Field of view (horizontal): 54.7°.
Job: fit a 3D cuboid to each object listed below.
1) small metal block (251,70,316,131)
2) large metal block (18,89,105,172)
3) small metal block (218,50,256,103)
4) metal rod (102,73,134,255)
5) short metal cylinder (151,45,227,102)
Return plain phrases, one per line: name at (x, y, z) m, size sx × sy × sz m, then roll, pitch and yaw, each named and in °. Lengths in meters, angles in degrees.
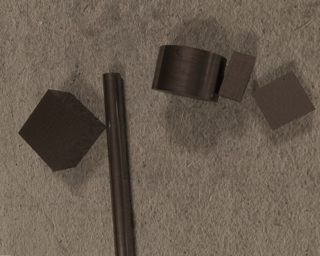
small metal block at (0.142, -0.031, 0.359) m, size 0.050 × 0.025 × 0.050 m, roll -30°, pitch 81°, yaw 17°
large metal block at (-0.139, 0.003, 0.443) m, size 0.080 × 0.050 × 0.080 m, roll 42°, pitch 103°, yaw 14°
small metal block at (0.091, -0.058, 0.362) m, size 0.025 × 0.050 × 0.050 m, roll 20°, pitch 97°, yaw 14°
metal rod at (-0.056, 0.074, 0.427) m, size 0.025 × 0.025 × 0.298 m, roll -5°, pitch 88°, yaw 19°
short metal cylinder at (0.034, -0.063, 0.367) m, size 0.080 × 0.080 × 0.050 m, roll 13°, pitch 95°, yaw 19°
